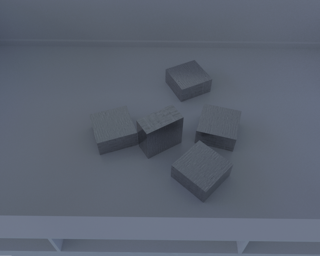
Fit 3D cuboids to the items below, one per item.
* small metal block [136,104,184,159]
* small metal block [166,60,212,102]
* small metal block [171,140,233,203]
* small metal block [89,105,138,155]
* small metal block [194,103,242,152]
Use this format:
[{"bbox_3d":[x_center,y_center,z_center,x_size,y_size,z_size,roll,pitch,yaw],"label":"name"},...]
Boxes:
[{"bbox_3d":[0.000,0.005,0.385,0.050,0.050,0.025,-25,55,-19],"label":"small metal block"},{"bbox_3d":[0.042,-0.071,0.465,0.050,0.025,0.050,-21,53,-17],"label":"small metal block"},{"bbox_3d":[0.049,0.050,0.363,0.050,0.025,0.050,37,59,26],"label":"small metal block"},{"bbox_3d":[-0.060,0.002,0.403,0.050,0.025,0.050,-15,52,-13],"label":"small metal block"},{"bbox_3d":[0.076,-0.001,0.407,0.050,0.025,0.050,13,51,10],"label":"small metal block"}]
